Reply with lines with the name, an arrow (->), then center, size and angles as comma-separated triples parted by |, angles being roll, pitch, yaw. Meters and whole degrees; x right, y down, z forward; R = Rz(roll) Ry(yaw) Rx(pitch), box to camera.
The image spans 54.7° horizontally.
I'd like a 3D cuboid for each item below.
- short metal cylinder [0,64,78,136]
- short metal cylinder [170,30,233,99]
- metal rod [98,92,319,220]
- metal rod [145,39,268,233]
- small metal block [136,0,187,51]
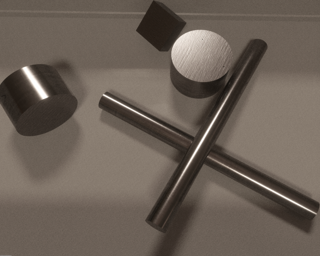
short metal cylinder -> -0.153, -0.034, 0.391 | 0.080, 0.080, 0.050 | -34, 74, -12
short metal cylinder -> 0.055, -0.087, 0.429 | 0.081, 0.050, 0.080 | 0, 70, 0
metal rod -> 0.055, 0.031, 0.398 | 0.301, 0.025, 0.025 | 28, 72, 9
metal rod -> 0.071, -0.009, 0.391 | 0.025, 0.025, 0.301 | 29, 64, 10
small metal block -> 0.001, -0.147, 0.449 | 0.050, 0.025, 0.050 | 44, 119, 14
